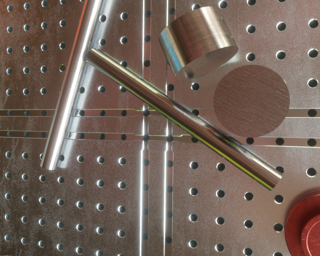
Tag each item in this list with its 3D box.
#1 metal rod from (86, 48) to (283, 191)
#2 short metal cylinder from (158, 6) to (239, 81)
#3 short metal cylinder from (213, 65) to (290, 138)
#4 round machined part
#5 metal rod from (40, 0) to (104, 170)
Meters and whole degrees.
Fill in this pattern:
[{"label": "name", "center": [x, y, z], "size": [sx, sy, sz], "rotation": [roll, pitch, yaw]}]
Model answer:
[{"label": "metal rod", "center": [0.020, -0.020, 0.405], "size": [0.300, 0.025, 0.025], "rotation": [36, 102, 16]}, {"label": "short metal cylinder", "center": [0.045, -0.097, 0.367], "size": [0.080, 0.080, 0.050], "rotation": [-26, 82, 18]}, {"label": "short metal cylinder", "center": [0.107, -0.029, 0.361], "size": [0.080, 0.050, 0.080], "rotation": [0, 90, 20]}, {"label": "round machined part", "center": [0.189, 0.120, 0.337], "size": [0.098, 0.042, 0.097], "rotation": [0, 90, 20]}, {"label": "metal rod", "center": [-0.126, -0.082, 0.456], "size": [0.025, 0.025, 0.298], "rotation": [19, 96, 19]}]
